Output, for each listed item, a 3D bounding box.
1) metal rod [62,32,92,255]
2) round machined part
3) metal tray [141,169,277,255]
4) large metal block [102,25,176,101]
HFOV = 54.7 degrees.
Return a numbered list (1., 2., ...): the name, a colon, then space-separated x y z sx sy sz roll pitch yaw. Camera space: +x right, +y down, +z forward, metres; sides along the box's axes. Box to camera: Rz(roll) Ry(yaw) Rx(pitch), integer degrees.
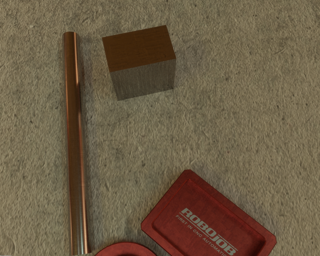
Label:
1. metal rod: -0.111 0.005 0.404 0.025 0.025 0.299 -7 70 -3
2. round machined part: -0.039 0.175 0.335 0.099 0.042 0.098 0 70 -1
3. metal tray: 0.054 0.123 0.361 0.130 0.030 0.090 38 74 12
4. large metal block: -0.026 -0.083 0.409 0.081 0.080 0.050 -13 71 -5
